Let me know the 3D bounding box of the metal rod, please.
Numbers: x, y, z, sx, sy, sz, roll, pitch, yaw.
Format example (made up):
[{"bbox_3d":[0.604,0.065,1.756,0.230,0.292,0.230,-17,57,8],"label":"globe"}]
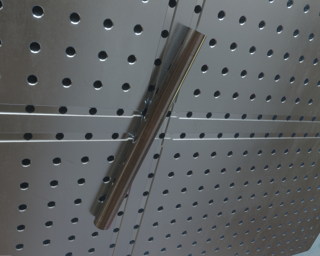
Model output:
[{"bbox_3d":[-0.020,0.013,0.409,0.025,0.025,0.298,15,111,-35],"label":"metal rod"}]
